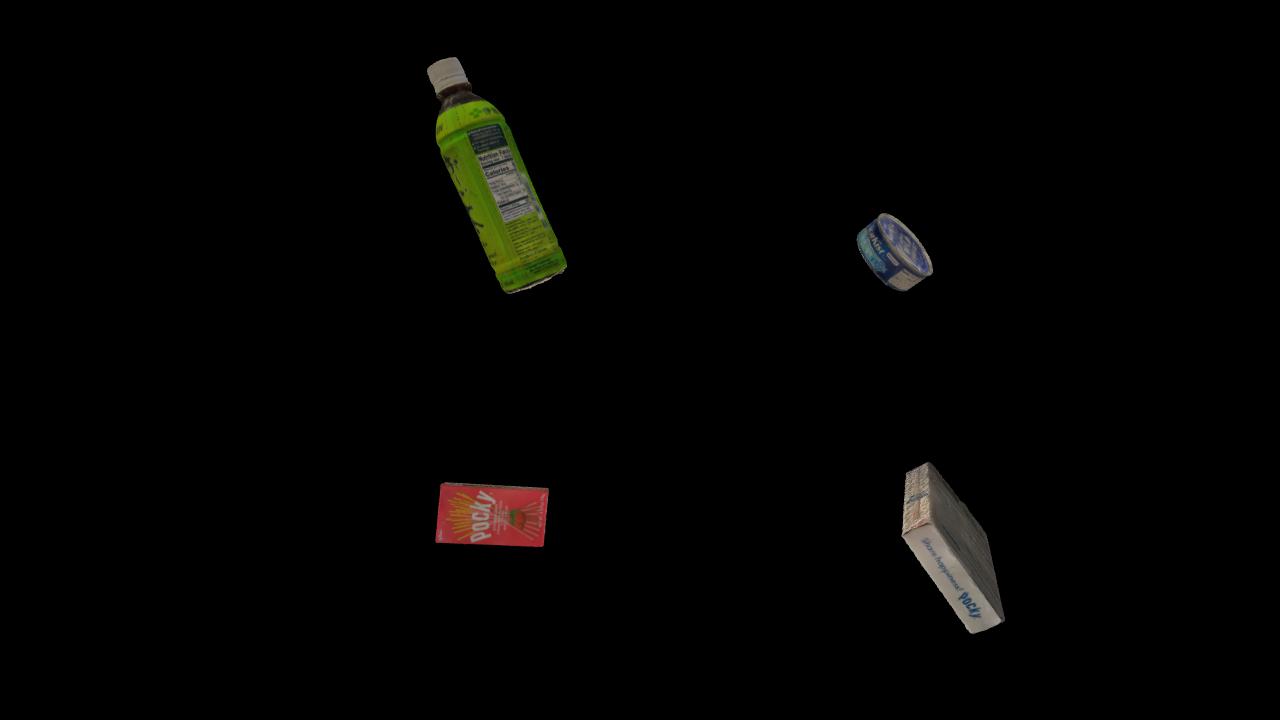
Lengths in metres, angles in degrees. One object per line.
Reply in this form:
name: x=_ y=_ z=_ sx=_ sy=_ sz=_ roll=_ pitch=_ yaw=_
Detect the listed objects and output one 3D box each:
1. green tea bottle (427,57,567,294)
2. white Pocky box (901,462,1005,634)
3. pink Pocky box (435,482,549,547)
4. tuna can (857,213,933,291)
green tea bottle: x=-0.138 y=-0.171 z=0.577 sx=0.073 sy=0.212 sz=0.073 roll=-19 pitch=14 yaw=5
white Pocky box: x=0.249 y=0.141 z=0.496 sx=0.028 sy=0.084 sz=0.154 roll=-38 pitch=-9 yaw=25
pink Pocky box: x=-0.214 y=0.225 z=0.894 sx=0.155 sy=0.084 sz=0.029 roll=5 pitch=-1 yaw=-8
tuna can: x=0.275 y=-0.116 z=0.665 sx=0.084 sy=0.084 sz=0.034 roll=0 pitch=-30 yaw=-41
